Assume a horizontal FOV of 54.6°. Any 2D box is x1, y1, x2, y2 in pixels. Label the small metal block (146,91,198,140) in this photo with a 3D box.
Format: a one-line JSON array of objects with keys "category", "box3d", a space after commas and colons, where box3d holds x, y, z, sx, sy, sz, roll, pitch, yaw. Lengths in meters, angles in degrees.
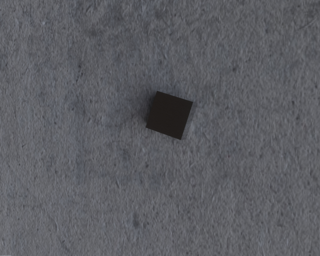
[{"category": "small metal block", "box3d": [0.015, -0.016, 0.404, 0.050, 0.025, 0.050, 20, 97, 19]}]
